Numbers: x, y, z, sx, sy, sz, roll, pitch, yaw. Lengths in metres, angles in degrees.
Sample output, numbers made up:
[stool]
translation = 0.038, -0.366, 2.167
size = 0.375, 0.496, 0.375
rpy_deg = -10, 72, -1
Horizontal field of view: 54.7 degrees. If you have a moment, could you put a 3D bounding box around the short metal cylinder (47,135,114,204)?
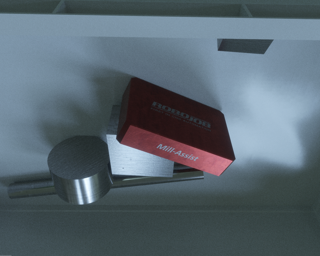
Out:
[short metal cylinder]
translation = -0.105, 0.055, 0.419
size = 0.081, 0.080, 0.050
rpy_deg = 1, 130, -2

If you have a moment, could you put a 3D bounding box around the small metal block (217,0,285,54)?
[small metal block]
translation = 0.089, -0.101, 0.311
size = 0.050, 0.025, 0.050
rpy_deg = 3, 159, -4

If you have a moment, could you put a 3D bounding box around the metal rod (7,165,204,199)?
[metal rod]
translation = -0.085, 0.082, 0.477
size = 0.302, 0.025, 0.025
rpy_deg = -7, 130, 5

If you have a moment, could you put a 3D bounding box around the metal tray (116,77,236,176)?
[metal tray]
translation = 0.019, -0.003, 0.364
size = 0.131, 0.090, 0.030
rpy_deg = 20, 127, -17

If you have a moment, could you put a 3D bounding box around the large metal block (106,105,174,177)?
[large metal block]
translation = -0.021, 0.018, 0.400
size = 0.081, 0.050, 0.079
rpy_deg = 3, 137, 0
